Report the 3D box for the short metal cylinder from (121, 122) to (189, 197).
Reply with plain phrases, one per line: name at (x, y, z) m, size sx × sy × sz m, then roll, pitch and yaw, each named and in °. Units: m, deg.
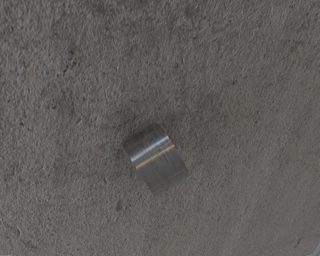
short metal cylinder at (-0.007, 0.039, 0.391) m, size 0.050 × 0.080 × 0.080 m, roll -32°, pitch 129°, yaw -8°
